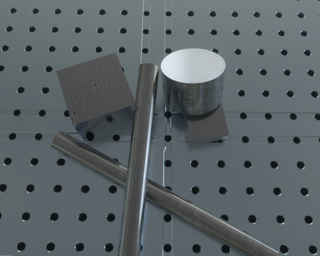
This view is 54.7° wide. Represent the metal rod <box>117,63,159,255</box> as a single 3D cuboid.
[{"bbox_3d":[-0.028,0.070,0.359,0.025,0.025,0.299,5,80,1],"label":"metal rod"}]

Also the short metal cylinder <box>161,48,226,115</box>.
[{"bbox_3d":[0.043,-0.062,0.405,0.080,0.050,0.080,-2,44,3],"label":"short metal cylinder"}]

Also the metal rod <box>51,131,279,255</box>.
[{"bbox_3d":[-0.001,0.083,0.381,0.301,0.025,0.025,27,72,9],"label":"metal rod"}]

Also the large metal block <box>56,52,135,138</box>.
[{"bbox_3d":[-0.082,-0.043,0.413,0.081,0.050,0.080,-20,71,-7],"label":"large metal block"}]

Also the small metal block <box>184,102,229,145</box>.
[{"bbox_3d":[0.060,-0.007,0.415,0.050,0.025,0.050,-8,70,-4],"label":"small metal block"}]
